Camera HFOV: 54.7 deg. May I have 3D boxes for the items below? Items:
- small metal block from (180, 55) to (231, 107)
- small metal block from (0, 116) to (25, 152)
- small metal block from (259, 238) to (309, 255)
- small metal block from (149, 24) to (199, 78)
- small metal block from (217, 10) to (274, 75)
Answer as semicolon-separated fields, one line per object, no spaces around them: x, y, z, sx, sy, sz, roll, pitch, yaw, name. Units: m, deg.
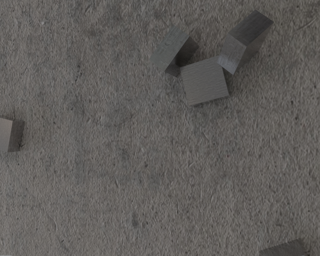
0.058;-0.057;0.389;0.050;0.025;0.050;-14;85;19;small metal block
-0.250;0.008;0.497;0.050;0.025;0.050;13;94;19;small metal block
0.140;0.151;0.346;0.050;0.050;0.025;-26;82;18;small metal block
0.019;-0.095;0.389;0.025;0.050;0.050;40;103;15;small metal block
0.096;-0.096;0.351;0.025;0.050;0.050;42;68;15;small metal block
